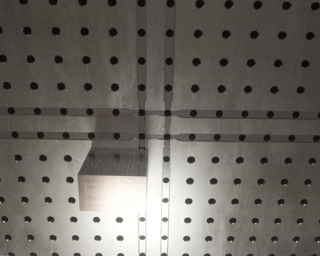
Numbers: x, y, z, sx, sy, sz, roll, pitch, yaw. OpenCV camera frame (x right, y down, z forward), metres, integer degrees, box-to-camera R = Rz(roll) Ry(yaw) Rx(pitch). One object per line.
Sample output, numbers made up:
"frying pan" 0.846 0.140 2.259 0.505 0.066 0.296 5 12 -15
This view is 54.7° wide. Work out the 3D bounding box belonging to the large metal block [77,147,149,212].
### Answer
"large metal block" -0.057 0.065 0.407 0.081 0.080 0.050 2 110 -1
